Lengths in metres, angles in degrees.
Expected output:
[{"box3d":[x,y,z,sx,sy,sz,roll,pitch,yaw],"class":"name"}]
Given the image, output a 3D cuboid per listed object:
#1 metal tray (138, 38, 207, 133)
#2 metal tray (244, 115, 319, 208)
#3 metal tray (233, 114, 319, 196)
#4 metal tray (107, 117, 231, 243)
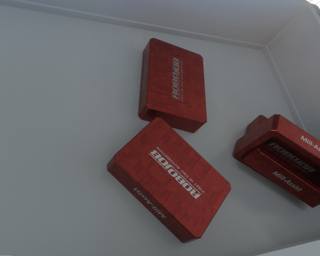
[{"box3d":[0.019,-0.064,0.451,0.091,0.030,0.130,15,56,-20],"class":"metal tray"},{"box3d":[0.189,0.047,0.462,0.130,0.030,0.090,34,40,-7],"class":"metal tray"},{"box3d":[0.182,0.044,0.434,0.130,0.090,0.030,32,53,-7],"class":"metal tray"},{"box3d":[0.014,0.059,0.373,0.130,0.030,0.090,44,51,2],"class":"metal tray"}]
